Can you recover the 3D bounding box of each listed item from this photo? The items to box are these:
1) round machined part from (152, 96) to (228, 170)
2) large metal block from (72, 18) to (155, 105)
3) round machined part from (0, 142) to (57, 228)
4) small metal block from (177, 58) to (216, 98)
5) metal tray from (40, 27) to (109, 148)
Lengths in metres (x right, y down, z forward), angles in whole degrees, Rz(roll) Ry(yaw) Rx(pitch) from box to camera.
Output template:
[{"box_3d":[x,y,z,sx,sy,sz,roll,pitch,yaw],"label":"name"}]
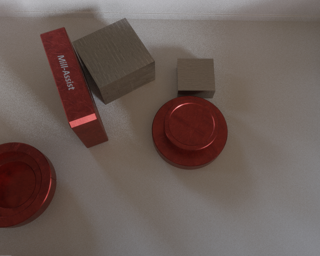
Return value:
[{"box_3d":[0.039,0.002,0.400,0.099,0.042,0.098,0,70,-1],"label":"round machined part"},{"box_3d":[-0.062,-0.092,0.429,0.080,0.050,0.080,-29,73,-10],"label":"large metal block"},{"box_3d":[-0.174,0.070,0.373,0.099,0.042,0.098,0,70,-1],"label":"round machined part"},{"box_3d":[0.049,-0.070,0.436,0.050,0.025,0.050,0,70,-1],"label":"small metal block"},{"box_3d":[-0.106,-0.048,0.391,0.030,0.090,0.130,-21,72,-7],"label":"metal tray"}]
